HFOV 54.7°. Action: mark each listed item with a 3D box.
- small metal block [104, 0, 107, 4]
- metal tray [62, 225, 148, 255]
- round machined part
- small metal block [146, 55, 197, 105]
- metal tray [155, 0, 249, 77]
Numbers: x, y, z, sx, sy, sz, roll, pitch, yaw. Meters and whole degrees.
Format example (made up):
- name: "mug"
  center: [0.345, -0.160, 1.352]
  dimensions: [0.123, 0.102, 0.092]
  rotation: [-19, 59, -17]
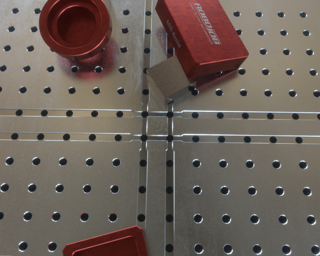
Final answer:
- name: "small metal block"
  center: [-0.111, -0.200, 0.484]
  dimensions: [0.050, 0.025, 0.050]
  rotation: [2, 70, 1]
- name: "metal tray"
  center: [-0.049, 0.184, 0.341]
  dimensions: [0.091, 0.030, 0.130]
  rotation: [-14, 71, -5]
- name: "round machined part"
  center: [-0.117, -0.145, 0.446]
  dimensions: [0.099, 0.042, 0.097]
  rotation: [0, 85, 2]
- name: "small metal block"
  center: [0.015, -0.068, 0.437]
  dimensions: [0.050, 0.025, 0.050]
  rotation: [-29, 73, -10]
- name: "metal tray"
  center: [0.059, -0.141, 0.447]
  dimensions: [0.091, 0.030, 0.130]
  rotation: [-14, 70, -24]
